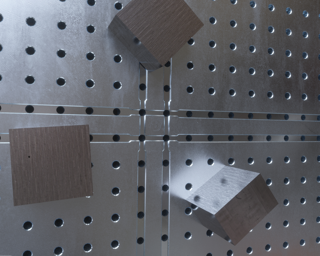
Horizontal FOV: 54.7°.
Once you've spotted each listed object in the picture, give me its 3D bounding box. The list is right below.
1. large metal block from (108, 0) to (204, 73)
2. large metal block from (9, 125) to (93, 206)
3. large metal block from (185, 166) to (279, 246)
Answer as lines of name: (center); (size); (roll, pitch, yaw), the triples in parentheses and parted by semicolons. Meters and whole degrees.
large metal block: (-0.006, -0.131, 0.398); (0.080, 0.050, 0.080); (46, 75, -15)
large metal block: (-0.123, 0.038, 0.354); (0.081, 0.050, 0.079); (-4, 92, -20)
large metal block: (0.095, 0.100, 0.420); (0.080, 0.080, 0.050); (-37, 102, -16)
